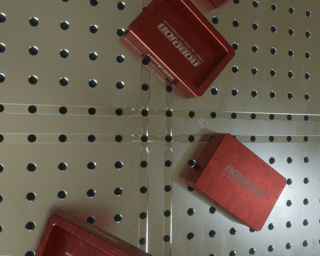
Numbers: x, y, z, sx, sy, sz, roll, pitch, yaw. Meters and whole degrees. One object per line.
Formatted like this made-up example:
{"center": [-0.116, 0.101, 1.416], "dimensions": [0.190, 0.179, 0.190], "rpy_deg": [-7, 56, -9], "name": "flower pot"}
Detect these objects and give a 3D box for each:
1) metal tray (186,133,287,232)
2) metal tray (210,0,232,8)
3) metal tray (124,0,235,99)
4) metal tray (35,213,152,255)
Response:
{"center": [0.113, 0.078, 0.452], "dimensions": [0.130, 0.030, 0.090], "rpy_deg": [37, 78, -16], "name": "metal tray"}
{"center": [0.098, -0.252, 0.444], "dimensions": [0.090, 0.030, 0.130], "rpy_deg": [41, 77, -16], "name": "metal tray"}
{"center": [0.029, -0.114, 0.420], "dimensions": [0.130, 0.030, 0.090], "rpy_deg": [43, 77, -15], "name": "metal tray"}
{"center": [-0.079, 0.157, 0.334], "dimensions": [0.030, 0.130, 0.090], "rpy_deg": [31, 76, -60], "name": "metal tray"}
